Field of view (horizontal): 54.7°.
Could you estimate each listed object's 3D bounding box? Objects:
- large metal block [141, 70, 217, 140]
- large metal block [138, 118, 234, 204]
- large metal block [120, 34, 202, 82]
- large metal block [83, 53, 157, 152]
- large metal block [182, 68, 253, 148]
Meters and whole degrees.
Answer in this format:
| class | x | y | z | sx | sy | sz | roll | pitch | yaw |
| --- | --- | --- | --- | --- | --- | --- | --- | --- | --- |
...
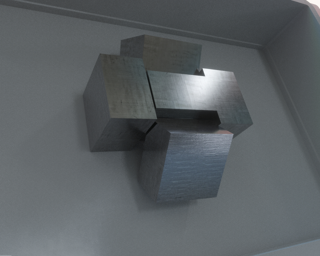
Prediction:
| class | x | y | z | sx | sy | sz | roll | pitch | yaw |
| --- | --- | --- | --- | --- | --- | --- | --- | --- | --- |
| large metal block | 0.010 | -0.024 | 0.389 | 0.081 | 0.080 | 0.050 | 1 | 62 | -28 |
| large metal block | 0.027 | 0.035 | 0.353 | 0.081 | 0.079 | 0.050 | 1 | 19 | -29 |
| large metal block | -0.003 | -0.089 | 0.414 | 0.081 | 0.080 | 0.050 | 2 | 99 | -28 |
| large metal block | -0.050 | -0.026 | 0.357 | 0.050 | 0.080 | 0.080 | 1 | 62 | -28 |
| large metal block | 0.068 | -0.022 | 0.419 | 0.050 | 0.080 | 0.080 | 1 | 62 | -28 |
